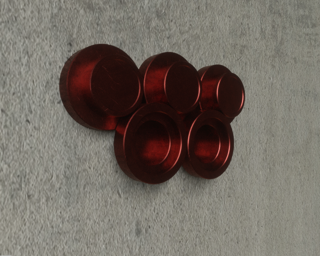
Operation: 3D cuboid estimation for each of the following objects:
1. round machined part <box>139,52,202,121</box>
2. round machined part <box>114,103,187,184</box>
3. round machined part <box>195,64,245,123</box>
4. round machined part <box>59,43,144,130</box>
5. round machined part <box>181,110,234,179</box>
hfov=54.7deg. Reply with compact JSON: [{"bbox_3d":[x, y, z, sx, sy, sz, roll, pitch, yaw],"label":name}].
[{"bbox_3d":[0.018,-0.053,0.413,0.099,0.042,0.097,0,90,-40],"label":"round machined part"},{"bbox_3d":[-0.016,0.018,0.384,0.099,0.042,0.097,0,90,-40],"label":"round machined part"},{"bbox_3d":[0.094,-0.049,0.477,0.099,0.042,0.097,0,90,-40],"label":"round machined part"},{"bbox_3d":[-0.058,-0.046,0.348,0.099,0.042,0.097,0,90,-40],"label":"round machined part"},{"bbox_3d":[0.060,0.023,0.448,0.099,0.042,0.097,0,90,-40],"label":"round machined part"}]
